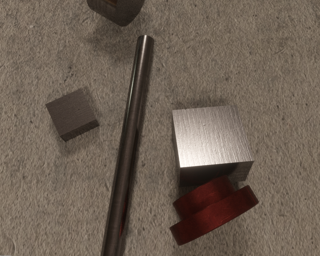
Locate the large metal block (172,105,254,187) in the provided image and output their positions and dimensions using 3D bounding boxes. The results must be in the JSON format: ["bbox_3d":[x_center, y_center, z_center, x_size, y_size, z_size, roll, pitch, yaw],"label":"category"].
[{"bbox_3d":[0.059,0.021,0.377,0.081,0.050,0.080,-5,54,-2],"label":"large metal block"}]

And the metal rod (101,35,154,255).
[{"bbox_3d":[-0.038,0.011,0.403,0.025,0.025,0.299,6,70,2],"label":"metal rod"}]

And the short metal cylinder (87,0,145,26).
[{"bbox_3d":[-0.061,-0.197,0.450,0.050,0.080,0.080,32,73,11],"label":"short metal cylinder"}]

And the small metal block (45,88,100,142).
[{"bbox_3d":[-0.116,-0.017,0.413,0.050,0.025,0.050,-27,72,-10],"label":"small metal block"}]

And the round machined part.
[{"bbox_3d":[0.053,0.085,0.339,0.099,0.098,0.042,-26,73,-9],"label":"round machined part"}]
